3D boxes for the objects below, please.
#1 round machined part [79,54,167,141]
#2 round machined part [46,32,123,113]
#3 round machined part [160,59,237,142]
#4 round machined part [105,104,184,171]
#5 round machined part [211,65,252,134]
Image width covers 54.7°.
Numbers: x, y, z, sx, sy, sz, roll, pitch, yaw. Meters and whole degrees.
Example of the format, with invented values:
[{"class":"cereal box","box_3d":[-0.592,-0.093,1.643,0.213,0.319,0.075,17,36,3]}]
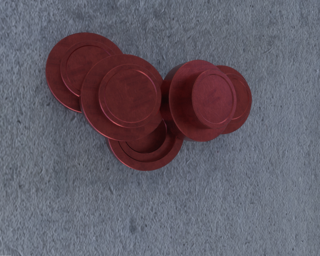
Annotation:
[{"class":"round machined part","box_3d":[-0.037,-0.034,0.343,0.099,0.042,0.097,0,90,-21]},{"class":"round machined part","box_3d":[-0.084,-0.066,0.370,0.099,0.042,0.097,0,90,-21]},{"class":"round machined part","box_3d":[0.052,-0.032,0.366,0.099,0.042,0.097,1,88,-33]},{"class":"round machined part","box_3d":[-0.022,0.003,0.394,0.099,0.042,0.097,0,90,-21]},{"class":"round machined part","box_3d":[0.088,-0.040,0.435,0.099,0.042,0.097,0,90,-21]}]
